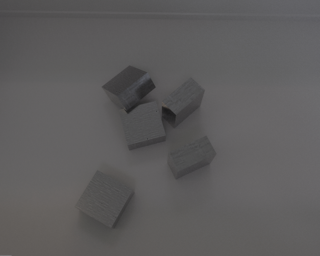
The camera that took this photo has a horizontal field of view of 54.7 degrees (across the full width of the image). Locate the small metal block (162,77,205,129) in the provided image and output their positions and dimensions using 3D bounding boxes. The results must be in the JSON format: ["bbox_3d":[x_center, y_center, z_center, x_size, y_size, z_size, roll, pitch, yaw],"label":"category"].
[{"bbox_3d":[0.029,-0.032,0.408,0.050,0.050,0.025,-41,75,-13],"label":"small metal block"}]

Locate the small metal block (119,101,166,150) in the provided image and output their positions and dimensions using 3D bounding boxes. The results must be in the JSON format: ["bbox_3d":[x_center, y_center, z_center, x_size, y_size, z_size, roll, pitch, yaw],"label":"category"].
[{"bbox_3d":[-0.023,-0.003,0.410,0.050,0.025,0.050,-14,71,-5],"label":"small metal block"}]

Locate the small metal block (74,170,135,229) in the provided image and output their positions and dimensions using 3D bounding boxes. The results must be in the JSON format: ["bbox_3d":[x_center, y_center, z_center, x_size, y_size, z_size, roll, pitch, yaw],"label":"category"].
[{"bbox_3d":[-0.066,0.087,0.377,0.050,0.025,0.050,27,72,9],"label":"small metal block"}]

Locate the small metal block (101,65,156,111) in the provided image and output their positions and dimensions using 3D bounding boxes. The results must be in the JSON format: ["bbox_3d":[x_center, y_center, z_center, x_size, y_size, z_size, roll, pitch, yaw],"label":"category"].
[{"bbox_3d":[-0.043,-0.055,0.416,0.050,0.025,0.050,-41,37,-14],"label":"small metal block"}]

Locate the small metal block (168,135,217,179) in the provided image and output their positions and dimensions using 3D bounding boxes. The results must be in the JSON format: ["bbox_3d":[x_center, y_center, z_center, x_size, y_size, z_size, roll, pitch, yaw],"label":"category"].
[{"bbox_3d":[0.038,0.038,0.383,0.050,0.050,0.025,-24,72,-8],"label":"small metal block"}]
